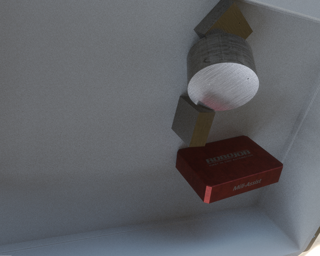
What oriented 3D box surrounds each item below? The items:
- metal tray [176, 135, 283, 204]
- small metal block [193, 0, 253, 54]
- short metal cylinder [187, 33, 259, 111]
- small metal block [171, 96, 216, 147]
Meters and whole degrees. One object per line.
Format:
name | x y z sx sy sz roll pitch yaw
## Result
metal tray | 0.101 0.056 0.458 0.131 0.090 0.030 -10 123 -23
small metal block | 0.078 -0.119 0.379 0.050 0.025 0.050 -47 130 4
short metal cylinder | 0.073 -0.065 0.370 0.081 0.050 0.080 1 144 1
small metal block | 0.043 -0.009 0.412 0.025 0.050 0.050 -1 119 -28
